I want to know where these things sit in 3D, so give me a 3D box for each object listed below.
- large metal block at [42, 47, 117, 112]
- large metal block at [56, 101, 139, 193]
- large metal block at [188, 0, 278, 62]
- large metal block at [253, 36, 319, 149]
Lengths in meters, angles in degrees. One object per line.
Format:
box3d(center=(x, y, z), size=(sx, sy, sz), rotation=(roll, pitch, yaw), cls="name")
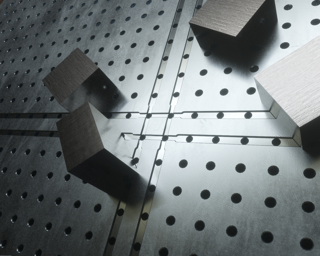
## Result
box3d(center=(-0.132, -0.073, 0.504), size=(0.080, 0.050, 0.080), rotation=(-44, 51, -3), cls="large metal block")
box3d(center=(-0.080, 0.026, 0.397), size=(0.050, 0.080, 0.080), rotation=(-33, 52, 7), cls="large metal block")
box3d(center=(0.102, -0.148, 0.429), size=(0.080, 0.050, 0.080), rotation=(33, 80, 38), cls="large metal block")
box3d(center=(0.161, -0.038, 0.331), size=(0.080, 0.050, 0.080), rotation=(-32, 52, 7), cls="large metal block")
